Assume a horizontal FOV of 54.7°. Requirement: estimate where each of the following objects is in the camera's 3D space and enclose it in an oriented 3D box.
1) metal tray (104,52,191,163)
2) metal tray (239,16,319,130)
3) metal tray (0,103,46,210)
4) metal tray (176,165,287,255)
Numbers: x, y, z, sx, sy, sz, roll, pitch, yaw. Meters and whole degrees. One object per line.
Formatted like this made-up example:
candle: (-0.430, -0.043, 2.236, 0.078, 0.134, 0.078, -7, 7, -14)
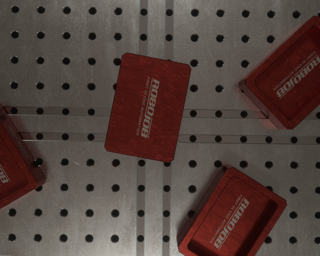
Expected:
metal tray: (-0.016, -0.026, 0.411, 0.091, 0.030, 0.129, 11, 90, -1)
metal tray: (0.184, -0.071, 0.413, 0.130, 0.030, 0.090, -43, 91, 0)
metal tray: (-0.225, 0.041, 0.407, 0.090, 0.030, 0.130, -31, 90, -1)
metal tray: (0.093, 0.126, 0.412, 0.090, 0.030, 0.130, 33, 90, -1)
